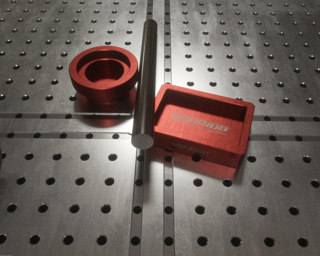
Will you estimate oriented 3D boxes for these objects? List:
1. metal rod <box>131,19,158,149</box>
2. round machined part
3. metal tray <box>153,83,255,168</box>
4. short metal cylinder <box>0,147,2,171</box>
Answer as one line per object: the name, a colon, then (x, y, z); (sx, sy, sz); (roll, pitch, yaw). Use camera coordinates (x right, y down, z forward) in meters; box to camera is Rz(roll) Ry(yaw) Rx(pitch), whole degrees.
metal rod: (-0.018, -0.086, 0.454); (0.025, 0.025, 0.300); (1, 42, 0)
round machined part: (-0.081, -0.076, 0.459); (0.099, 0.042, 0.098); (0, 50, 0)
metal tray: (0.052, -0.007, 0.410); (0.131, 0.030, 0.090); (15, 51, 11)
short metal cylinder: (-0.221, 0.041, 0.334); (0.050, 0.080, 0.080); (14, 51, 11)
